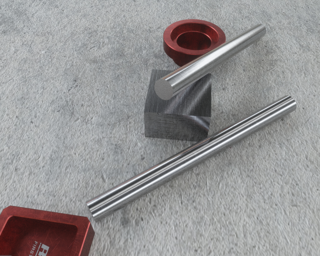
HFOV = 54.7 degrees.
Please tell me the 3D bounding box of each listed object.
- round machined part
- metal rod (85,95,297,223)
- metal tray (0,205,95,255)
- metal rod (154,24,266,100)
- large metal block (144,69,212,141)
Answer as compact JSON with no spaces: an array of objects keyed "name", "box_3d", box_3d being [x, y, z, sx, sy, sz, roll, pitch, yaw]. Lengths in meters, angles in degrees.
[{"name":"round machined part","box_3d":[0.054,-0.132,0.504,0.099,0.042,0.098,0,50,0]},{"name":"metal rod","box_3d":[0.054,0.027,0.380,0.302,0.025,0.025,-26,55,-21]},{"name":"metal tray","box_3d":[-0.122,0.141,0.279,0.090,0.030,0.130,7,50,5]},{"name":"metal rod","box_3d":[0.091,-0.108,0.447,0.025,0.025,0.302,30,41,22]},{"name":"large metal block","box_3d":[0.025,-0.031,0.413,0.080,0.050,0.080,5,50,4]}]
